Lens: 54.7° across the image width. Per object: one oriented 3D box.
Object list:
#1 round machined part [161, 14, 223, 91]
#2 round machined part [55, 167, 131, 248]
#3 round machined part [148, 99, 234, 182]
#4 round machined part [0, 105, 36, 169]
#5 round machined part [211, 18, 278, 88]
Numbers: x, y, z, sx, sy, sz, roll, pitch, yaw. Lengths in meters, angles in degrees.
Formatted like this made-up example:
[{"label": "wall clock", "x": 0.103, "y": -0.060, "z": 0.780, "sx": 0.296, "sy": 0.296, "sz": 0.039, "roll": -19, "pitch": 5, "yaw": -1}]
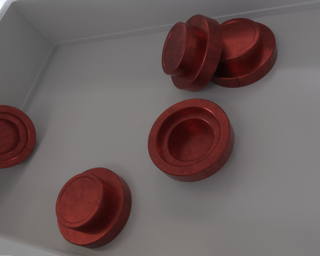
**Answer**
[{"label": "round machined part", "x": 0.035, "y": -0.099, "z": 0.403, "sx": 0.098, "sy": 0.042, "sz": 0.097, "roll": -171, "pitch": 90, "yaw": -66}, {"label": "round machined part", "x": -0.088, "y": 0.094, "z": 0.384, "sx": 0.098, "sy": 0.042, "sz": 0.098, "roll": -13, "pitch": 56, "yaw": 21}, {"label": "round machined part", "x": 0.039, "y": 0.018, "z": 0.364, "sx": 0.098, "sy": 0.042, "sz": 0.098, "roll": -13, "pitch": 56, "yaw": 21}, {"label": "round machined part", "x": -0.253, "y": 0.014, "z": 0.490, "sx": 0.042, "sy": 0.098, "sz": 0.098, "roll": -4, "pitch": 56, "yaw": 54}, {"label": "round machined part", "x": 0.100, "y": -0.105, "z": 0.407, "sx": 0.098, "sy": 0.042, "sz": 0.098, "roll": -13, "pitch": 56, "yaw": 21}]
